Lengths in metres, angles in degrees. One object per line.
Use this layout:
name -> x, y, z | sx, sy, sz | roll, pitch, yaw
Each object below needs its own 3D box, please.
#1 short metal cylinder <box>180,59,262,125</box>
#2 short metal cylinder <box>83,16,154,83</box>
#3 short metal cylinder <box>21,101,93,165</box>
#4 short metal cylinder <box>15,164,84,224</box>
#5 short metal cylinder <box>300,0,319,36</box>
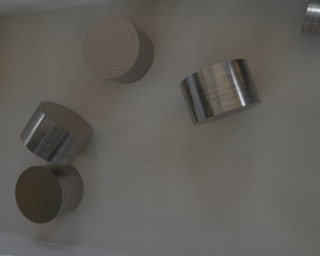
short metal cylinder -> 0.069, -0.039, 0.357 | 0.080, 0.080, 0.050 | -20, 84, 18
short metal cylinder -> -0.055, -0.102, 0.415 | 0.080, 0.050, 0.079 | 0, 90, 19
short metal cylinder -> -0.142, 0.006, 0.430 | 0.080, 0.080, 0.050 | 40, 103, 15
short metal cylinder -> -0.160, 0.092, 0.452 | 0.080, 0.050, 0.079 | 0, 90, 19
short metal cylinder -> 0.182, -0.134, 0.317 | 0.050, 0.080, 0.079 | 15, 95, 19
